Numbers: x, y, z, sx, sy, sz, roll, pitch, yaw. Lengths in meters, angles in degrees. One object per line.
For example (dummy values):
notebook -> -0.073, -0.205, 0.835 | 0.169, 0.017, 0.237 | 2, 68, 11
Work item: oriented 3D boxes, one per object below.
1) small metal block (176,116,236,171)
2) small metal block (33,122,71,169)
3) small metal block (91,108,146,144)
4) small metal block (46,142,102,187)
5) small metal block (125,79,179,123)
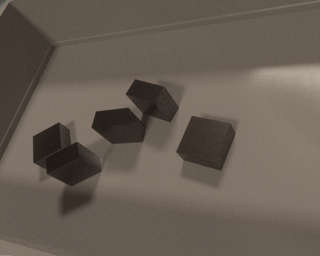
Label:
small metal block -> 0.055, 0.017, 0.366 | 0.050, 0.025, 0.050 | 13, 68, 33
small metal block -> -0.165, 0.027, 0.473 | 0.050, 0.025, 0.050 | -27, 53, 11
small metal block -> -0.054, -0.001, 0.418 | 0.050, 0.050, 0.025 | -5, 60, 25
small metal block -> -0.116, 0.050, 0.418 | 0.050, 0.050, 0.025 | -27, 53, 11
small metal block -> -0.010, -0.036, 0.416 | 0.050, 0.050, 0.025 | 19, 72, 35
